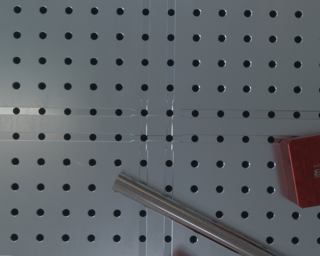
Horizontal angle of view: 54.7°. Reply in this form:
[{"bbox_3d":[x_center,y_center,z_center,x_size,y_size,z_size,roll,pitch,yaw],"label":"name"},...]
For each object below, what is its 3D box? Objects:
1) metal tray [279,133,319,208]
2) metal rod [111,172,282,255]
[{"bbox_3d":[0.235,0.049,0.412,0.131,0.030,0.089,-10,90,0],"label":"metal tray"},{"bbox_3d":[0.075,0.140,0.413,0.301,0.025,0.025,28,90,0],"label":"metal rod"}]
